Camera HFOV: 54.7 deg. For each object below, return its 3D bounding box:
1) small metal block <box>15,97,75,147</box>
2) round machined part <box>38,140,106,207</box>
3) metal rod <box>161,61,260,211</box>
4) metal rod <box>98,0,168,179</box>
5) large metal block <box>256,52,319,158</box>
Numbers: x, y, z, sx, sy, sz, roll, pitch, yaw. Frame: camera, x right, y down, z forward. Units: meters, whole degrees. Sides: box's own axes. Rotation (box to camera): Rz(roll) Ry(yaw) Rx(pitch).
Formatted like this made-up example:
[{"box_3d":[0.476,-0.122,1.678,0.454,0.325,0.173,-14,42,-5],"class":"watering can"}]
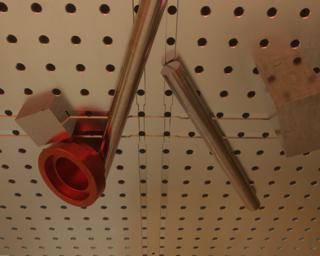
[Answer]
[{"box_3d":[-0.148,-0.007,0.404,0.050,0.025,0.050,-16,129,13],"class":"small metal block"},{"box_3d":[-0.117,0.059,0.432,0.098,0.042,0.097,13,124,21],"class":"round machined part"},{"box_3d":[0.085,0.031,0.439,0.025,0.025,0.300,-23,127,18],"class":"metal rod"},{"box_3d":[-0.045,-0.035,0.380,0.025,0.025,0.298,14,129,-12],"class":"metal rod"},{"box_3d":[0.153,-0.027,0.355,0.050,0.080,0.080,-18,128,14],"class":"large metal block"}]
